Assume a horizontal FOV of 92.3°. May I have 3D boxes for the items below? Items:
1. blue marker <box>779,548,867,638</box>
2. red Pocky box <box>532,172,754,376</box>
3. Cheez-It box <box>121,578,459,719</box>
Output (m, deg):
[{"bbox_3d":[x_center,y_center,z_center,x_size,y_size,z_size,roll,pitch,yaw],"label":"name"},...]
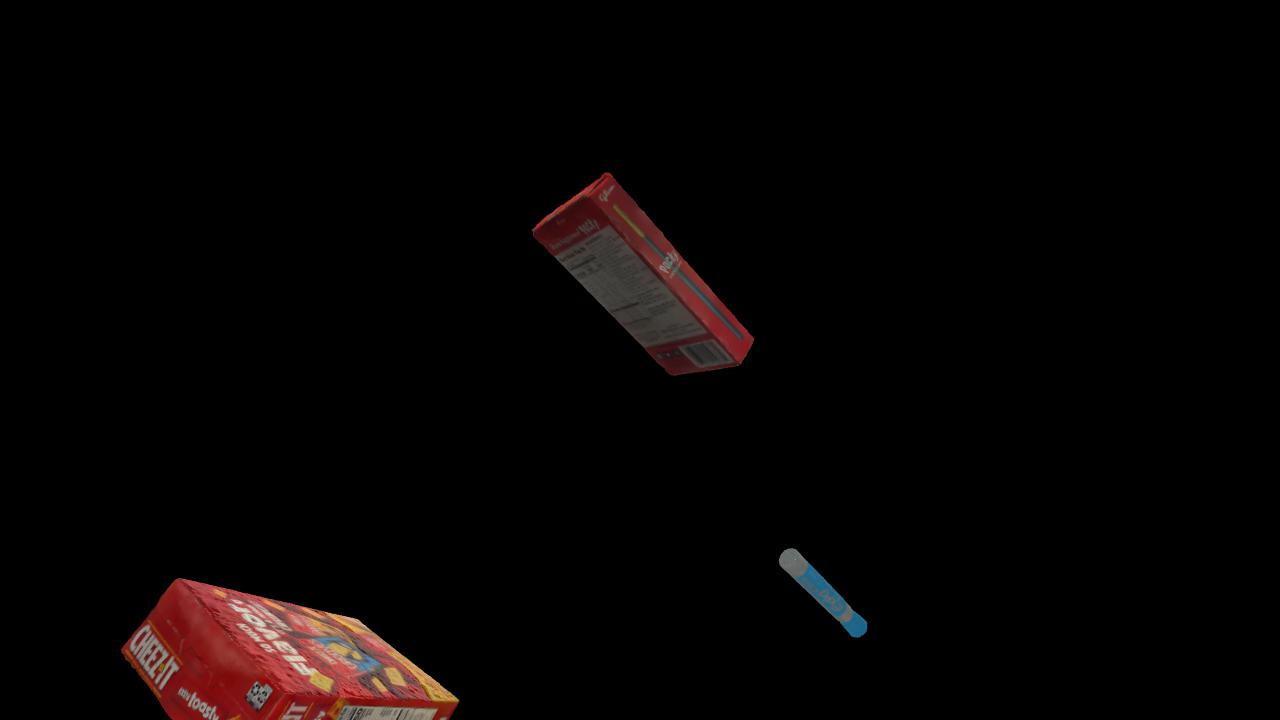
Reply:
[{"bbox_3d":[0.159,0.202,0.526,0.121,0.020,0.020,47,-23,-23],"label":"blue marker"},{"bbox_3d":[0.003,-0.051,0.426,0.155,0.028,0.083,45,-28,-21],"label":"red Pocky box"},{"bbox_3d":[-0.286,0.276,0.530,0.166,0.071,0.223,20,-21,28],"label":"Cheez-It box"}]
